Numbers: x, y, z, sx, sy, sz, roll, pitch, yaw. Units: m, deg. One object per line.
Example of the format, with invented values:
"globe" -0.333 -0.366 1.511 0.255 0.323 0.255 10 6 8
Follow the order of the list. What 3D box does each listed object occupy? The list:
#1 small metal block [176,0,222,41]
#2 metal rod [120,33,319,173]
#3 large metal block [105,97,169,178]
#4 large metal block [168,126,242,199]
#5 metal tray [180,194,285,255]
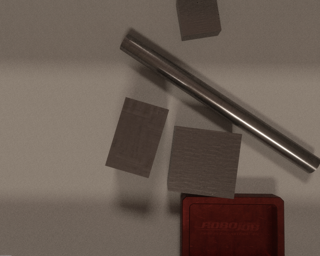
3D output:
"small metal block" 0.051 -0.147 0.412 0.050 0.025 0.050 -9 90 -1
"metal rod" 0.080 -0.032 0.412 0.301 0.025 0.025 33 90 -1
"large metal block" -0.026 0.010 0.384 0.050 0.080 0.080 17 90 0
"large metal block" 0.055 0.042 0.400 0.081 0.050 0.080 7 90 -1
"metal tray" 0.093 0.133 0.407 0.131 0.030 0.089 1 86 -1
